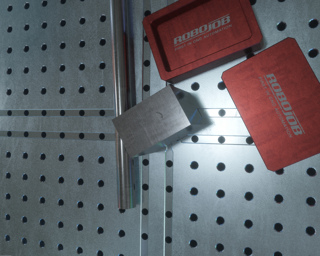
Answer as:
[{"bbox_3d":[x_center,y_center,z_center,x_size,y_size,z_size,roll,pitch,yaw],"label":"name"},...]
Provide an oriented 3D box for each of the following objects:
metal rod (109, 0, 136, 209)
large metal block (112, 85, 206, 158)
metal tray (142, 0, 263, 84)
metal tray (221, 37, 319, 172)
[{"bbox_3d":[-0.052,-0.040,0.430,0.025,0.025,0.298,-3,89,20],"label":"metal rod"},{"bbox_3d":[0.002,-0.007,0.383,0.080,0.080,0.050,-30,80,17],"label":"large metal block"},{"bbox_3d":[0.052,-0.121,0.391,0.130,0.030,0.090,-20,84,18],"label":"metal tray"},{"bbox_3d":[0.141,-0.026,0.360,0.090,0.030,0.130,-27,81,17],"label":"metal tray"}]
